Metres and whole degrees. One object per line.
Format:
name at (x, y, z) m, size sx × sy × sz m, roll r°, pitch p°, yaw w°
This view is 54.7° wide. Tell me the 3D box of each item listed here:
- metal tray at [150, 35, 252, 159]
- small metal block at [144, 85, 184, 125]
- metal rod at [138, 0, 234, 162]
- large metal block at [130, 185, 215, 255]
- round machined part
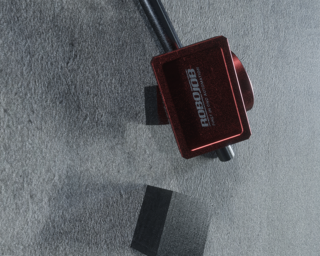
metal tray at (0.051, -0.036, 0.379) m, size 0.090 × 0.030 × 0.129 m, roll -19°, pitch 105°, yaw -1°
small metal block at (0.008, -0.030, 0.411) m, size 0.050 × 0.025 × 0.050 m, roll -5°, pitch 93°, yaw -40°
metal rod at (0.038, -0.074, 0.435) m, size 0.025 × 0.025 × 0.299 m, roll -44°, pitch 117°, yaw -31°
large metal block at (0.018, 0.126, 0.404) m, size 0.080 × 0.050 × 0.080 m, roll 25°, pitch 74°, yaw -37°
round machined part at (0.088, -0.061, 0.441) m, size 0.042 × 0.098 × 0.098 m, roll -25°, pitch 109°, yaw -4°
